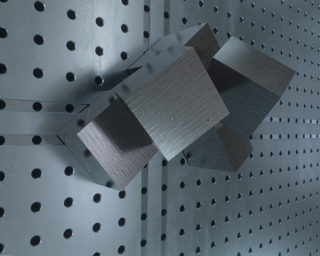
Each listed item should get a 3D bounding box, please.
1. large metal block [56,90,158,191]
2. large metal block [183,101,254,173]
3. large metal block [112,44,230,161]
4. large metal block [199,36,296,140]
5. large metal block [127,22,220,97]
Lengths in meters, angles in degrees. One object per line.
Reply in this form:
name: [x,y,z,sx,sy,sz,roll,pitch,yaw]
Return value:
large metal block: [-0.052,0.011,0.350,0.080,0.050,0.080,-47,118,-30]
large metal block: [0.071,0.011,0.434,0.050,0.080,0.080,-41,116,-32]
large metal block: [0.011,-0.028,0.318,0.080,0.050,0.080,-37,116,-6]
large metal block: [0.094,-0.046,0.362,0.080,0.080,0.050,34,55,11]
large metal block: [0.020,-0.081,0.390,0.080,0.080,0.050,-49,120,-29]
